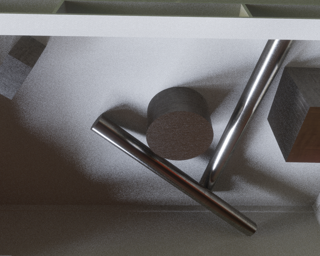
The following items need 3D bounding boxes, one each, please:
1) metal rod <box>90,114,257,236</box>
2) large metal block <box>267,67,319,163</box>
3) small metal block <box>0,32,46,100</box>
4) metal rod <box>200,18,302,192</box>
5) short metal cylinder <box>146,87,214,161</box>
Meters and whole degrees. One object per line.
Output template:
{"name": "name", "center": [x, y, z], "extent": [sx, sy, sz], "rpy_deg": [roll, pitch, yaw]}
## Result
{"name": "metal rod", "center": [0.032, 0.077, 0.450], "extent": [0.301, 0.025, 0.025], "rpy_deg": [37, 121, -19]}
{"name": "large metal block", "center": [0.171, -0.016, 0.362], "extent": [0.050, 0.080, 0.079], "rpy_deg": [1, 130, -2]}
{"name": "small metal block", "center": [-0.153, -0.067, 0.333], "extent": [0.025, 0.050, 0.050], "rpy_deg": [33, 123, -25]}
{"name": "metal rod", "center": [0.100, 0.003, 0.412], "extent": [0.025, 0.025, 0.298], "rpy_deg": [10, 130, -9]}
{"name": "short metal cylinder", "center": [0.024, -0.005, 0.389], "extent": [0.081, 0.050, 0.079], "rpy_deg": [0, 130, 0]}
